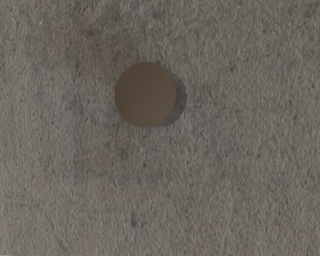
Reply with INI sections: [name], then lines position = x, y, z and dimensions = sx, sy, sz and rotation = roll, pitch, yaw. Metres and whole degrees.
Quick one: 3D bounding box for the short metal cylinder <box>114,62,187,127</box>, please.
[short metal cylinder]
position = -0.011, -0.041, 0.399
dimensions = 0.080, 0.050, 0.079
rotation = 0, 90, 19
